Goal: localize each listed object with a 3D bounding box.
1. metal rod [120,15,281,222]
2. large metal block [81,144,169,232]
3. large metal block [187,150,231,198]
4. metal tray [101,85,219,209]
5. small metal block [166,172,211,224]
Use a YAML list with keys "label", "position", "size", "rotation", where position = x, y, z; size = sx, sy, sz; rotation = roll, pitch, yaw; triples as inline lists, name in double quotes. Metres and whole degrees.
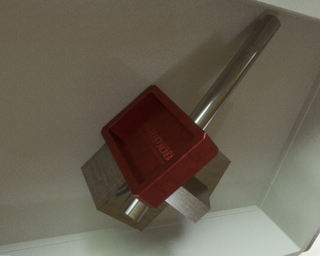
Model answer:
- label: "metal rod"
  position: [0.056, -0.022, 0.367]
  size: [0.300, 0.025, 0.025]
  rotation: [-52, 131, -13]
- label: "large metal block"
  position: [-0.045, 0.074, 0.395]
  size: [0.050, 0.080, 0.080]
  rotation: [-45, 130, 3]
- label: "large metal block"
  position: [0.038, 0.053, 0.428]
  size: [0.050, 0.080, 0.080]
  rotation: [14, 111, -35]
- label: "metal tray"
  position: [-0.008, 0.013, 0.344]
  size: [0.090, 0.130, 0.030]
  rotation: [-41, 129, 1]
- label: "small metal block"
  position: [0.029, 0.073, 0.358]
  size: [0.050, 0.050, 0.025]
  rotation: [39, 106, -8]
